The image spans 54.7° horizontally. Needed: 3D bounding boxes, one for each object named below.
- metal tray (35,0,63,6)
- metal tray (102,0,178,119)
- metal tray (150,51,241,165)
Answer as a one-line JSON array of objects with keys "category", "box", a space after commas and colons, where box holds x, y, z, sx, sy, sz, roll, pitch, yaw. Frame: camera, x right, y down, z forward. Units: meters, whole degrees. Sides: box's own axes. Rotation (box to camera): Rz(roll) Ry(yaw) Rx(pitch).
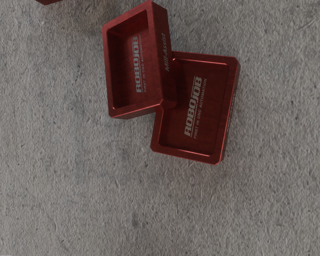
[{"category": "metal tray", "box": [-0.133, -0.243, 0.453, 0.130, 0.030, 0.089, -7, 88, 19]}, {"category": "metal tray", "box": [-0.029, -0.082, 0.394, 0.090, 0.030, 0.129, -13, 79, 37]}, {"category": "metal tray", "box": [0.044, -0.026, 0.390, 0.090, 0.030, 0.129, 11, 94, 19]}]
